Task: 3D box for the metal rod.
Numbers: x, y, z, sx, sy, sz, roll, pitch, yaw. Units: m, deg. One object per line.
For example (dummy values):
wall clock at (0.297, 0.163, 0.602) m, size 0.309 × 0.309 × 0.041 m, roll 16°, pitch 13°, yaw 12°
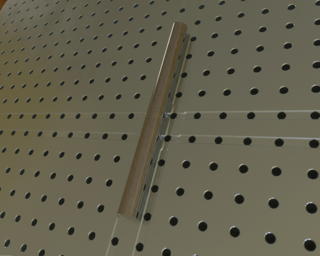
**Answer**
metal rod at (-0.004, -0.027, 0.428) m, size 0.025 × 0.025 × 0.300 m, roll 1°, pitch 62°, yaw 28°
